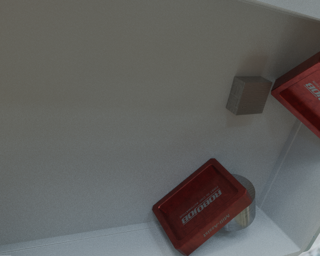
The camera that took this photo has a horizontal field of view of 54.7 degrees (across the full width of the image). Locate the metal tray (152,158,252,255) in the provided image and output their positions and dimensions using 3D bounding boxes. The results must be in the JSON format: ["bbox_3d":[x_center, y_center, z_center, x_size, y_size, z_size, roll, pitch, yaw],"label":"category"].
[{"bbox_3d":[0.061,0.117,0.474,0.130,0.090,0.030,-39,130,-2],"label":"metal tray"}]

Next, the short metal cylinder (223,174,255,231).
[{"bbox_3d":[0.117,0.123,0.516,0.081,0.080,0.050,-24,127,-14],"label":"short metal cylinder"}]

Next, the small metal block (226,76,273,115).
[{"bbox_3d":[0.130,-0.048,0.452,0.050,0.025,0.050,-5,121,-26],"label":"small metal block"}]

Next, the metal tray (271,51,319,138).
[{"bbox_3d":[0.239,-0.038,0.442,0.130,0.090,0.030,40,55,-8],"label":"metal tray"}]
